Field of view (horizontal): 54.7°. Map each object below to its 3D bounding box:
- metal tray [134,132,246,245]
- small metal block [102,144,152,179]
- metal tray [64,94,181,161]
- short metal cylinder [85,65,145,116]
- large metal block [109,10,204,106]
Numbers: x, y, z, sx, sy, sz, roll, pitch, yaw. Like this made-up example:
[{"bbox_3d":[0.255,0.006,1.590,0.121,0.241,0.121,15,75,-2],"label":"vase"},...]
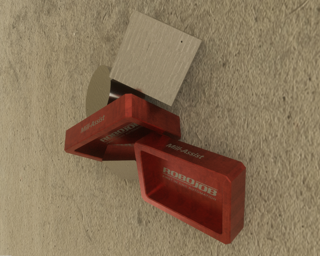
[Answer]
[{"bbox_3d":[0.031,0.064,0.354,0.130,0.030,0.089,18,125,38],"label":"metal tray"},{"bbox_3d":[-0.040,0.045,0.412,0.050,0.050,0.025,-4,52,27],"label":"small metal block"},{"bbox_3d":[-0.050,0.008,0.400,0.130,0.090,0.030,-25,56,37],"label":"metal tray"},{"bbox_3d":[-0.063,-0.041,0.426,0.080,0.050,0.080,-19,66,52],"label":"short metal cylinder"},{"bbox_3d":[-0.003,-0.083,0.368,0.080,0.050,0.079,26,109,3],"label":"large metal block"}]
